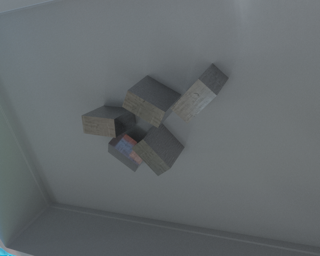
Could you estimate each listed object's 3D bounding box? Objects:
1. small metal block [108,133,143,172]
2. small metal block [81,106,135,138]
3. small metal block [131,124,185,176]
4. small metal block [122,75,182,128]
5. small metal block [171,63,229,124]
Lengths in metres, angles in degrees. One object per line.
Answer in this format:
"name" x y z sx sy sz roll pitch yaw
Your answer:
"small metal block" -0.045 0.034 0.438 0.050 0.025 0.050 37 160 3
"small metal block" -0.068 -0.010 0.418 0.050 0.050 0.025 7 112 24
"small metal block" -0.001 0.026 0.408 0.050 0.050 0.025 47 129 -5
"small metal block" -0.009 -0.033 0.375 0.050 0.050 0.025 31 128 8
"small metal block" 0.045 -0.039 0.344 0.025 0.050 0.050 42 129 -1
